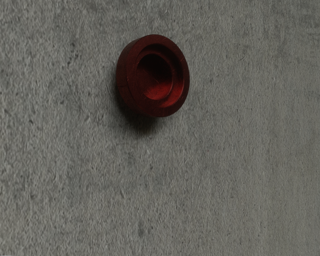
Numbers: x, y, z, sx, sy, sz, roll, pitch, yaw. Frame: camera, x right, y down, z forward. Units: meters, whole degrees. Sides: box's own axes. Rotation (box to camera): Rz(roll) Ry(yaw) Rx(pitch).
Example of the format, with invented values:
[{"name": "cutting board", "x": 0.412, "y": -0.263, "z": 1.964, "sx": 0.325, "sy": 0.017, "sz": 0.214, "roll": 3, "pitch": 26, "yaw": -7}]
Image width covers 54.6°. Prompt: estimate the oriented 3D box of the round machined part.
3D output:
[{"name": "round machined part", "x": -0.013, "y": -0.061, "z": 0.382, "sx": 0.099, "sy": 0.042, "sz": 0.097, "roll": 0, "pitch": 90, "yaw": -40}]
